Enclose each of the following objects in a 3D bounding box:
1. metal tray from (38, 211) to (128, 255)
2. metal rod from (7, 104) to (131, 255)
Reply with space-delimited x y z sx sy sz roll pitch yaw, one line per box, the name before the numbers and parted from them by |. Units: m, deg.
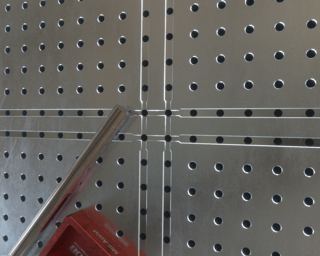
metal tray | -0.102 0.196 0.444 0.130 0.030 0.090 39 102 15
metal rod | -0.140 0.090 0.460 0.025 0.025 0.299 41 102 15
